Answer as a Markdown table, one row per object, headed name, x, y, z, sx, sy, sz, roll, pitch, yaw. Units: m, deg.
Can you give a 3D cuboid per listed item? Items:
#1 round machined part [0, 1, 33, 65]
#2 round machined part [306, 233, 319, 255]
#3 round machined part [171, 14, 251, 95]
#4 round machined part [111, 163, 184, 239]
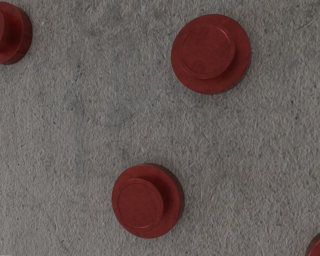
| name | x | y | z | sx | sy | sz | roll | pitch | yaw |
| --- | --- | --- | --- | --- | --- | --- | --- | --- | --- |
| round machined part | -0.256 | -0.152 | 0.490 | 0.098 | 0.042 | 0.097 | 0 | 90 | 20 |
| round machined part | 0.208 | 0.157 | 0.326 | 0.098 | 0.042 | 0.097 | 0 | 90 | 20 |
| round machined part | 0.060 | -0.091 | 0.379 | 0.098 | 0.042 | 0.097 | 0 | 90 | 20 |
| round machined part | -0.021 | 0.097 | 0.407 | 0.098 | 0.042 | 0.097 | 0 | 90 | 20 |
